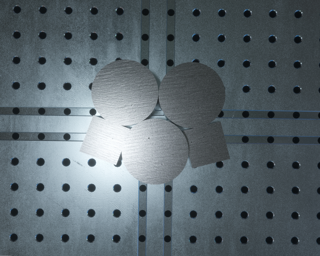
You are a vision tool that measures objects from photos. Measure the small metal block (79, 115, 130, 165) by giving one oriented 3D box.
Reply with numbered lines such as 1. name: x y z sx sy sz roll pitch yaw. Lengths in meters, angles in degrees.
1. small metal block: -0.071 0.016 0.409 0.050 0.025 0.050 21 90 0

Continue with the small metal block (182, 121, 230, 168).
1. small metal block: 0.060 0.022 0.411 0.050 0.025 0.050 -14 90 0

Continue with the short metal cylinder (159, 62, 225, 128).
1. short metal cylinder: 0.039 -0.040 0.398 0.081 0.050 0.079 0 90 0

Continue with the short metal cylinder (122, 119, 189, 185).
1. short metal cylinder: -0.006 0.028 0.397 0.081 0.050 0.079 0 90 0

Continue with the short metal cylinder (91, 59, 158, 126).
1. short metal cylinder: -0.042 -0.043 0.397 0.081 0.050 0.079 0 90 0
